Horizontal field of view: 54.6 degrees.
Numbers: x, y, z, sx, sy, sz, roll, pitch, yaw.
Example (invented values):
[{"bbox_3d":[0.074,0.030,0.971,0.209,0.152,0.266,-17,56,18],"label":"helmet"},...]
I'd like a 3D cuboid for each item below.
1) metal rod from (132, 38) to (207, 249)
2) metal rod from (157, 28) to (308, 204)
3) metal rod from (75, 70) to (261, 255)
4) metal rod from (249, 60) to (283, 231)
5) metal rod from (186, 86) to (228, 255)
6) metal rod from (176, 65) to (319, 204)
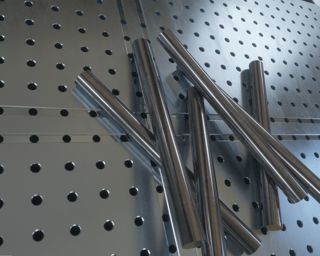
[{"bbox_3d":[0.002,-0.007,0.384,0.025,0.025,0.299,5,51,-26],"label":"metal rod"},{"bbox_3d":[0.097,-0.022,0.439,0.025,0.025,0.300,-32,79,-38],"label":"metal rod"},{"bbox_3d":[0.008,0.041,0.387,0.300,0.025,0.025,45,51,3],"label":"metal rod"},{"bbox_3d":[0.162,0.007,0.489,0.025,0.025,0.300,19,54,-17],"label":"metal rod"},{"bbox_3d":[0.053,0.057,0.368,0.025,0.025,0.300,17,45,-18],"label":"metal rod"},{"bbox_3d":[0.136,0.002,0.453,0.300,0.025,0.025,46,51,14],"label":"metal rod"}]
